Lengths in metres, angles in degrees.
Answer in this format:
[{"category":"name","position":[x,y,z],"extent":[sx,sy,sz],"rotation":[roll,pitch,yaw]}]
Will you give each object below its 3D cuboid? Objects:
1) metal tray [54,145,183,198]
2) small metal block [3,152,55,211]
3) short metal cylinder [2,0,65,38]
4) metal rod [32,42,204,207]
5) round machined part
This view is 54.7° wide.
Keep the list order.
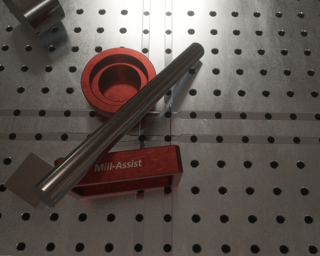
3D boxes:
[{"category":"metal tray","position":[-0.043,0.053,0.357],"extent":[0.131,0.090,0.030],"rotation":[-7,71,-3]},{"category":"small metal block","position":[-0.153,0.066,0.386],"extent":[0.050,0.025,0.050],"rotation":[31,73,10]},{"category":"short metal cylinder","position":[-0.184,-0.178,0.445],"extent":[0.080,0.080,0.050],"rotation":[43,75,13]},{"category":"metal rod","position":[-0.022,-0.028,0.359],"extent":[0.025,0.025,0.301],"rotation":[32,49,11]},{"category":"round machined part","position":[-0.054,-0.057,0.423],"extent":[0.099,0.042,0.098],"rotation":[0,70,-1]}]
